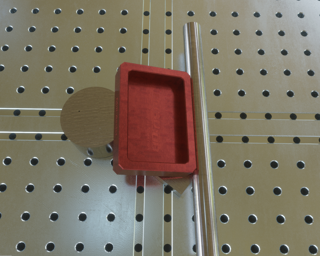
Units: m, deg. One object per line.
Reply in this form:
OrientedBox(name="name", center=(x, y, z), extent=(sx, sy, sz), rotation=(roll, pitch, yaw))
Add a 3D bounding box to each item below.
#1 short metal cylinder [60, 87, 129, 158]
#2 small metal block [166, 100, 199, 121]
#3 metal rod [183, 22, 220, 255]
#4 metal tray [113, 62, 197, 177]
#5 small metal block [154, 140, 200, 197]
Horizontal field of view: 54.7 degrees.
OrientedBox(name="short metal cylinder", center=(-0.081, -0.006, 0.399), extent=(0.081, 0.050, 0.080), rotation=(0, 70, 0))
OrientedBox(name="small metal block", center=(0.032, -0.031, 0.424), extent=(0.050, 0.025, 0.050), rotation=(-14, 71, -6))
OrientedBox(name="metal rod", center=(0.048, -0.001, 0.386), extent=(0.025, 0.025, 0.299), rotation=(-1, 70, -1))
OrientedBox(name="metal tray", center=(-0.007, -0.010, 0.370), extent=(0.091, 0.030, 0.130), rotation=(6, 69, -19))
OrientedBox(name="small metal block", center=(0.022, 0.051, 0.392), extent=(0.050, 0.025, 0.050), rotation=(37, 74, 12))
